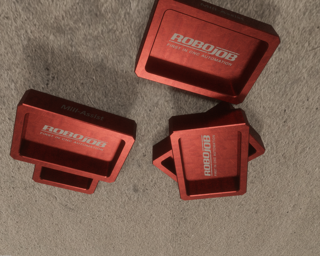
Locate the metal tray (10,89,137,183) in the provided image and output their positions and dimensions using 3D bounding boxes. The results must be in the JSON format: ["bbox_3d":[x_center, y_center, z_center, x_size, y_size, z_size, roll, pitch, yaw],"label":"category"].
[{"bbox_3d":[-0.104,0.014,0.374,0.131,0.030,0.089,17,128,-15],"label":"metal tray"}]

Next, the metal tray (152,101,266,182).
[{"bbox_3d":[0.065,0.030,0.430,0.130,0.030,0.090,-34,123,25],"label":"metal tray"}]

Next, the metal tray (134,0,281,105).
[{"bbox_3d":[0.047,-0.083,0.333,0.131,0.030,0.089,14,129,-13],"label":"metal tray"}]

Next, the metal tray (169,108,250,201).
[{"bbox_3d":[0.064,0.039,0.397,0.090,0.030,0.129,-7,130,5],"label":"metal tray"}]

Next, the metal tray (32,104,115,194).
[{"bbox_3d":[-0.119,0.035,0.431,0.091,0.030,0.129,17,128,-15],"label":"metal tray"}]
